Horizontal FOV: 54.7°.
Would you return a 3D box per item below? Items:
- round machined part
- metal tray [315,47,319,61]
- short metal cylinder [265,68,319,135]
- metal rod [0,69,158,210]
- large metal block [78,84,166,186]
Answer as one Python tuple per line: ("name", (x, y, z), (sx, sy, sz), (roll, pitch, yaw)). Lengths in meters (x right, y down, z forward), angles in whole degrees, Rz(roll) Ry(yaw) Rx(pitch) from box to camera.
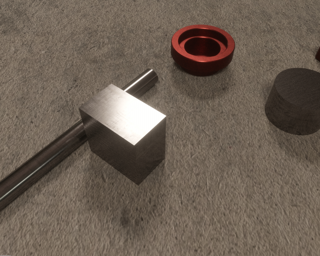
("round machined part", (0.066, -0.120, 0.494), (0.099, 0.042, 0.098), (0, 50, 0))
("metal tray", (0.327, -0.099, 0.487), (0.091, 0.030, 0.130), (-19, 53, -16))
("short metal cylinder", (0.190, -0.037, 0.420), (0.081, 0.050, 0.080), (0, 50, 0))
("metal rod", (-0.107, 0.010, 0.393), (0.025, 0.025, 0.301), (32, 57, 23))
("large metal block", (-0.041, 0.008, 0.360), (0.080, 0.080, 0.050), (32, 57, 23))
